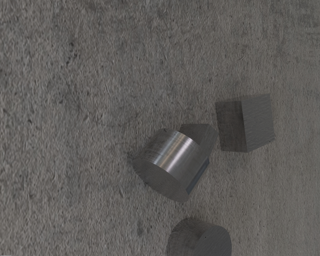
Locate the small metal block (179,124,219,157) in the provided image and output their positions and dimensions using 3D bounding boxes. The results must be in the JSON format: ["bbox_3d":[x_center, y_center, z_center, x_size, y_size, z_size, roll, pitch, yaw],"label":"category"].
[{"bbox_3d":[0.046,0.022,0.427,0.025,0.050,0.050,39,66,-33],"label":"small metal block"}]

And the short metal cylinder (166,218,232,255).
[{"bbox_3d":[0.056,0.172,0.436,0.081,0.050,0.079,0,90,-40],"label":"short metal cylinder"}]

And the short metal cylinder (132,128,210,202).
[{"bbox_3d":[0.013,0.046,0.380,0.050,0.080,0.080,-52,121,-27],"label":"short metal cylinder"}]

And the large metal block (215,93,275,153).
[{"bbox_3d":[0.140,-0.010,0.506,0.081,0.050,0.079,-15,100,-39],"label":"large metal block"}]
